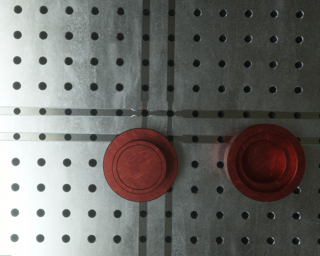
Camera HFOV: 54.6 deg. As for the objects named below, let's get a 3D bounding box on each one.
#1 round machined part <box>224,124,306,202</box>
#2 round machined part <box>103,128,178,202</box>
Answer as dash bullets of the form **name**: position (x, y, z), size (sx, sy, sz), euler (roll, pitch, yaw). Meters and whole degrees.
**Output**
- **round machined part**: position (0.133, 0.043, 0.406), size (0.099, 0.042, 0.097), euler (0, 90, 0)
- **round machined part**: position (-0.025, 0.049, 0.405), size (0.099, 0.042, 0.097), euler (0, 90, 0)
